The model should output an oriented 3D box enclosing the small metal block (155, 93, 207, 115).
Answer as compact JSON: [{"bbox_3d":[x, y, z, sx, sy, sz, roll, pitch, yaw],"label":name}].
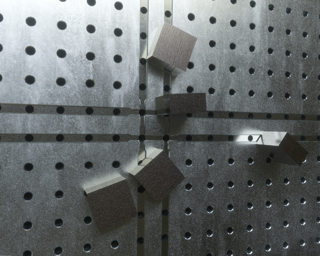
[{"bbox_3d":[0.027,-0.031,0.410,0.050,0.050,0.025,-4,92,-20],"label":"small metal block"}]

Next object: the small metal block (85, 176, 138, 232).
[{"bbox_3d":[-0.062,0.094,0.391,0.050,0.025,0.050,-19,97,-19],"label":"small metal block"}]

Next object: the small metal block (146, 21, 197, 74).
[{"bbox_3d":[0.016,-0.107,0.419,0.050,0.025,0.050,22,83,-19],"label":"small metal block"}]

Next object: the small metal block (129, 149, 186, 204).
[{"bbox_3d":[-0.003,0.063,0.413,0.050,0.025,0.050,-41,103,-16],"label":"small metal block"}]

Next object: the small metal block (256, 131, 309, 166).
[{"bbox_3d":[0.184,0.031,0.469,0.050,0.050,0.025,40,77,-16],"label":"small metal block"}]
